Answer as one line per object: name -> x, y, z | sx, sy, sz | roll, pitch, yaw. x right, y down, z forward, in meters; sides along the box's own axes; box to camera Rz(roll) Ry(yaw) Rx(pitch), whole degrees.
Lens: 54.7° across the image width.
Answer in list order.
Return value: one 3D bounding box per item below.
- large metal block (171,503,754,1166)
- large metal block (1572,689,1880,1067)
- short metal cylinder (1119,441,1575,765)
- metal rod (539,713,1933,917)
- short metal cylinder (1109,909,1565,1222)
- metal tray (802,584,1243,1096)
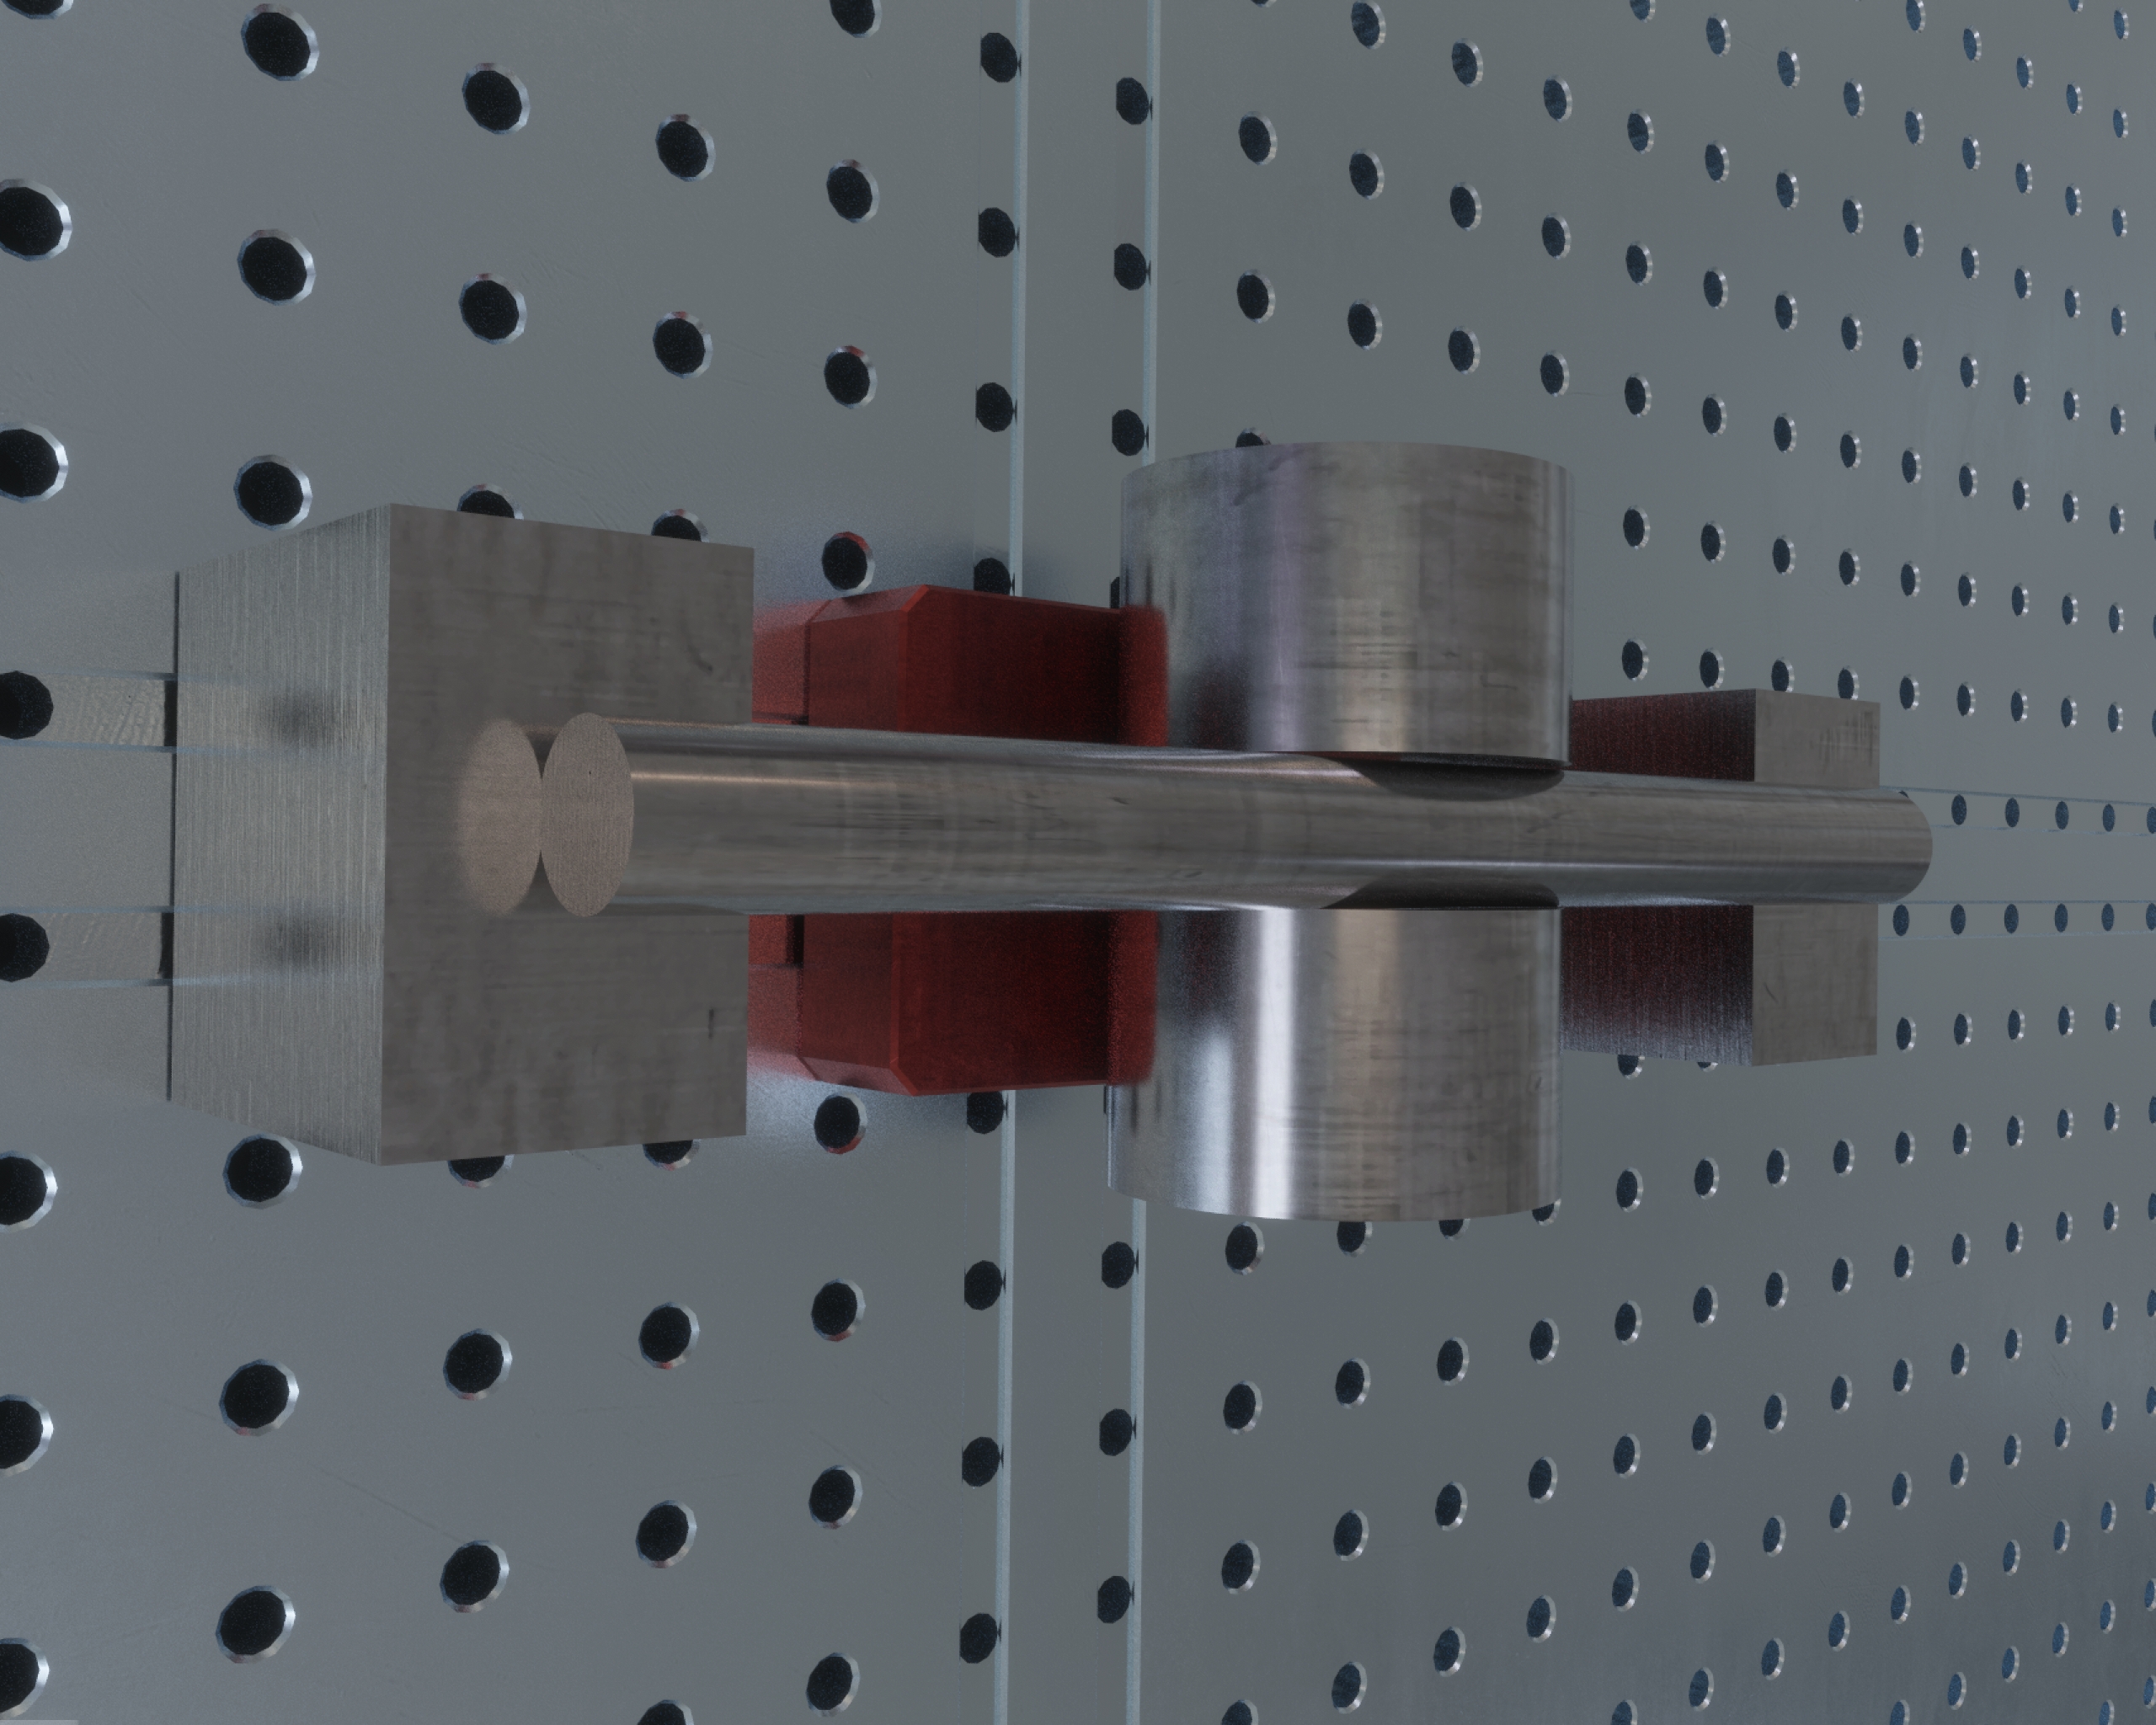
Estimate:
large metal block -> -0.089, -0.003, 0.297 | 0.050, 0.080, 0.080 | 1, 90, -40
large metal block -> 0.136, 0.003, 0.485 | 0.050, 0.080, 0.080 | 1, 90, -40
short metal cylinder -> 0.048, -0.043, 0.374 | 0.081, 0.080, 0.050 | 1, 90, -40
metal rod -> 0.056, -0.005, 0.351 | 0.302, 0.025, 0.025 | 1, 90, -40
short metal cylinder -> 0.046, 0.032, 0.372 | 0.081, 0.080, 0.050 | 1, 90, -40
metal tray -> 0.009, -0.003, 0.413 | 0.131, 0.030, 0.089 | 2, 89, -40
